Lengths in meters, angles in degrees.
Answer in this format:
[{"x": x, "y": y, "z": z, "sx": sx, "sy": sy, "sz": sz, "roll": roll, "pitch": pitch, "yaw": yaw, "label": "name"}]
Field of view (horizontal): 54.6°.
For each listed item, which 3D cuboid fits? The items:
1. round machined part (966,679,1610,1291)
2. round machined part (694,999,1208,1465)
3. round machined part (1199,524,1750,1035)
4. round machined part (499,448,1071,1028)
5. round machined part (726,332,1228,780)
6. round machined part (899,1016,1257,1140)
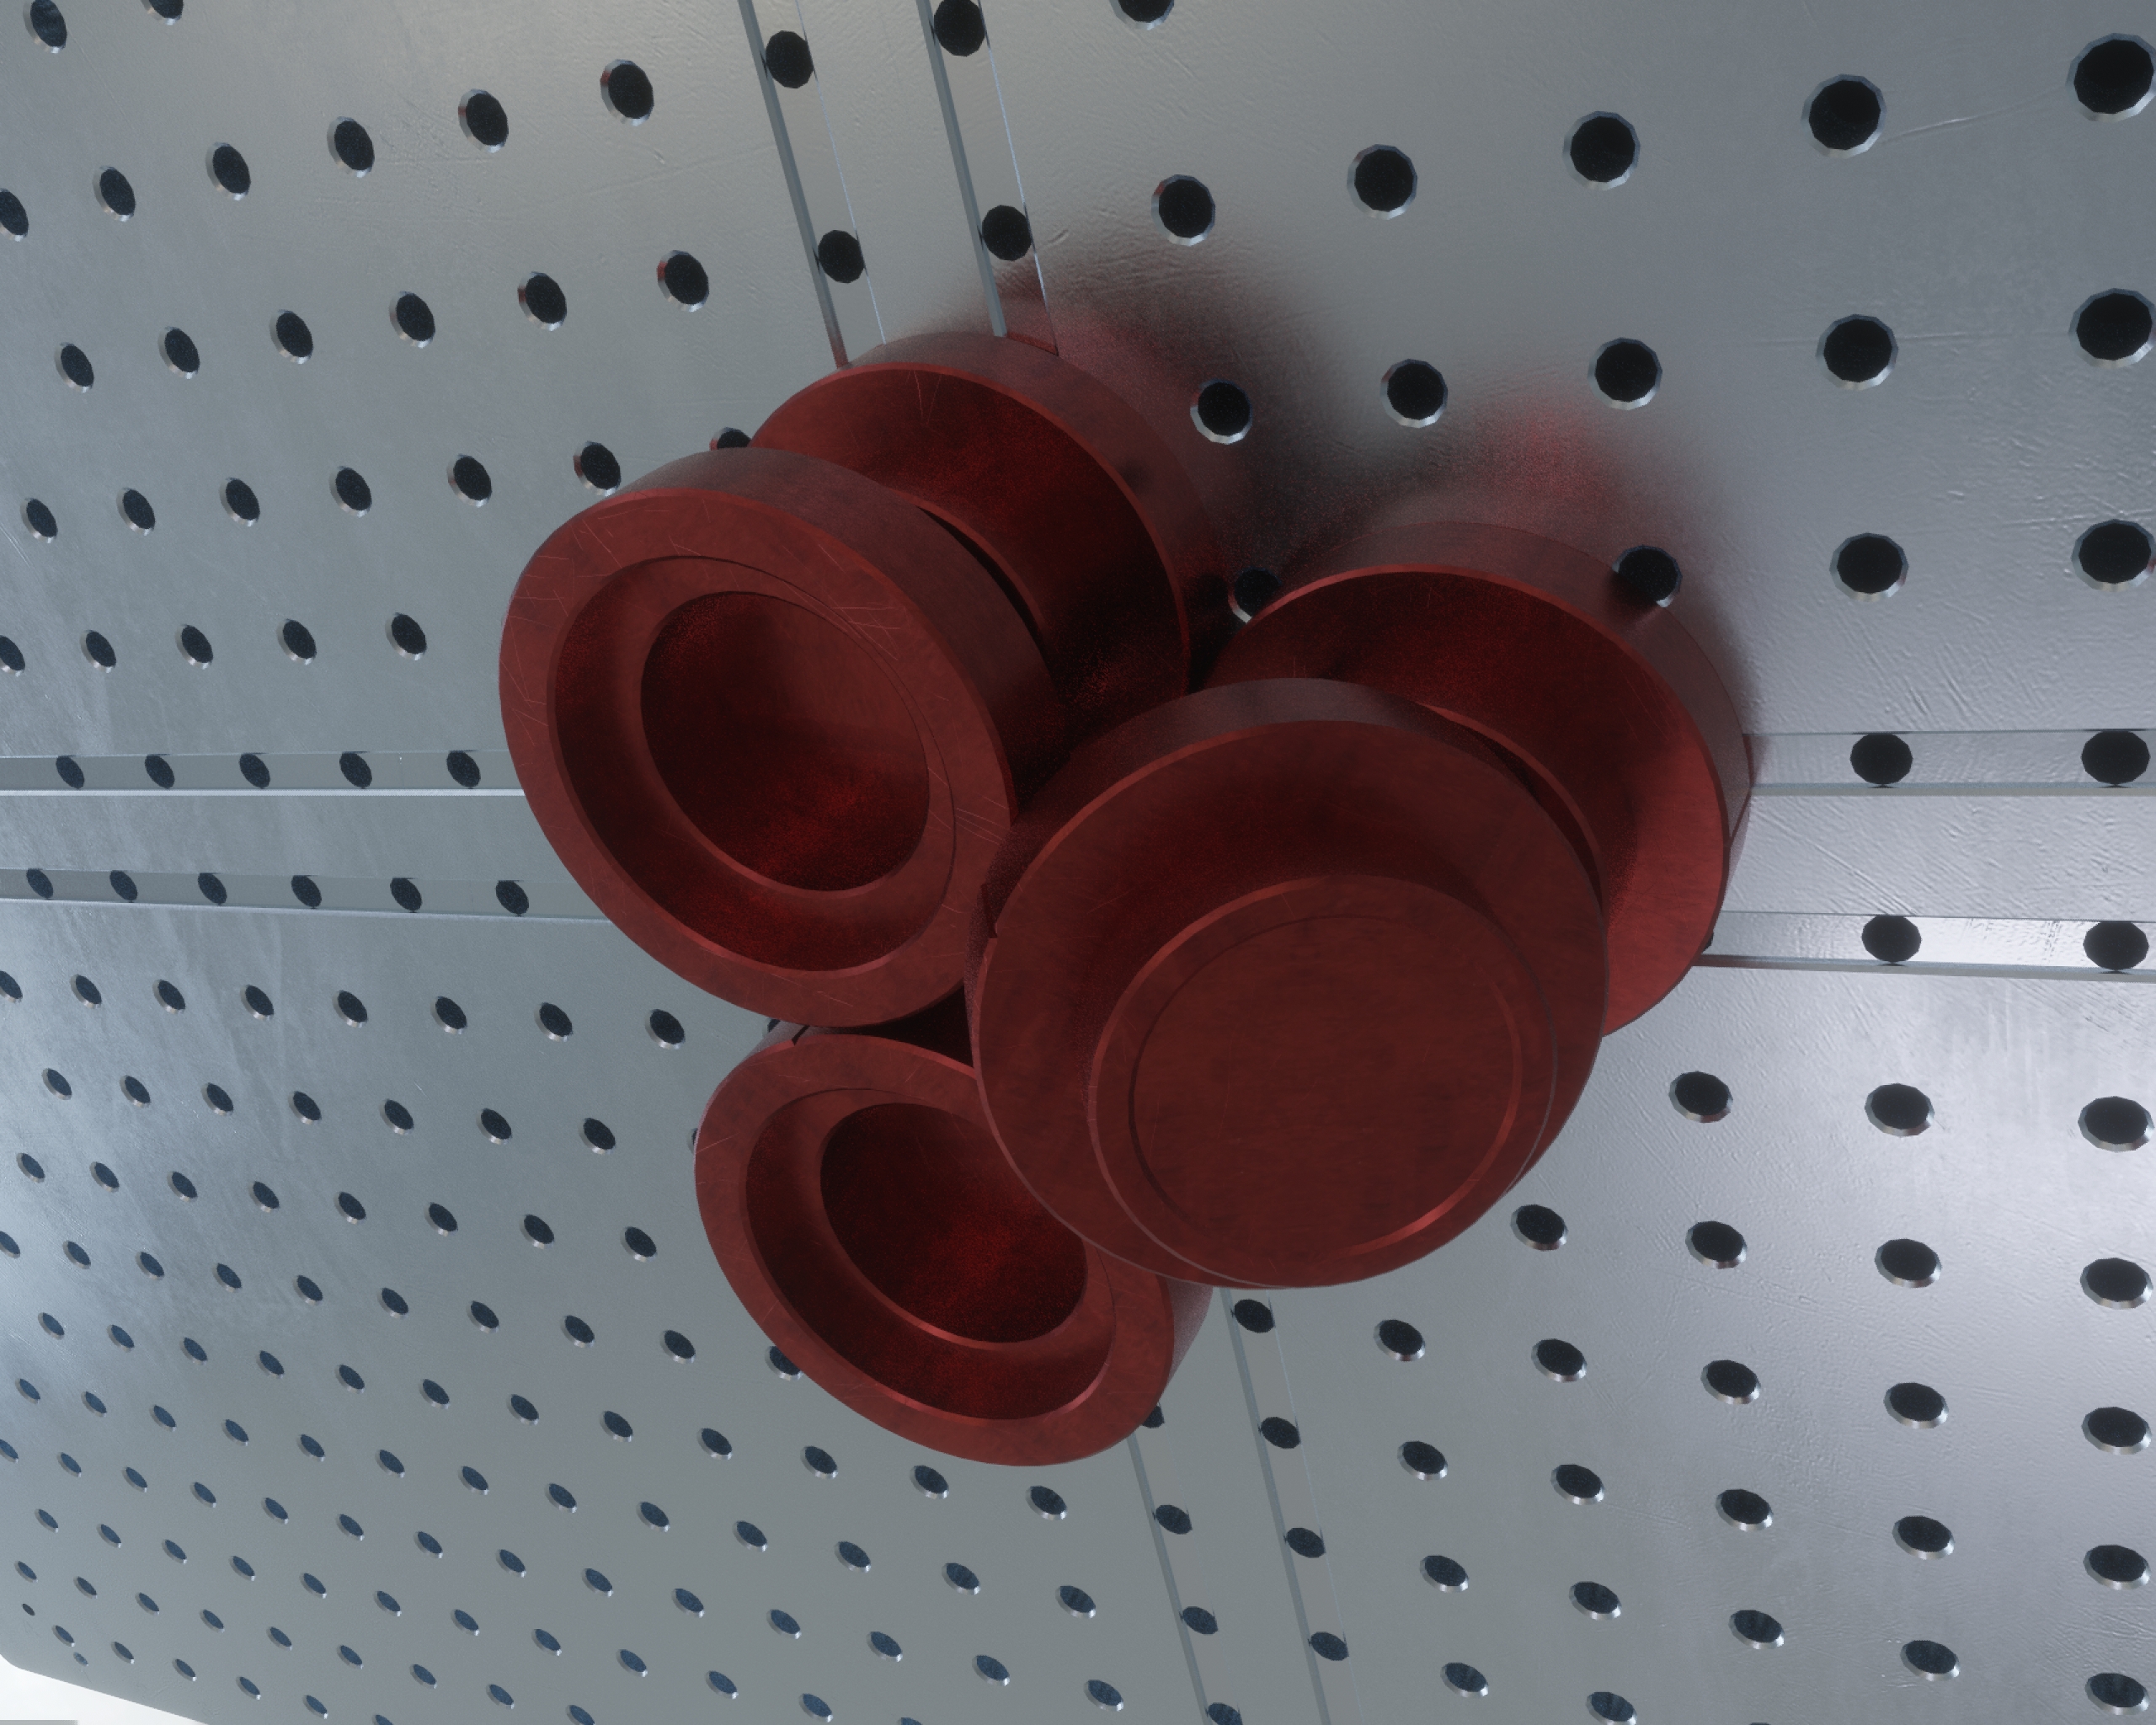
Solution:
[{"x": 0.033, "y": 0.025, "z": 0.316, "sx": 0.099, "sy": 0.042, "sz": 0.097, "roll": -3, "pitch": 114, "yaw": -6, "label": "round machined part"}, {"x": -0.020, "y": 0.062, "z": 0.395, "sx": 0.098, "sy": 0.042, "sz": 0.097, "roll": 13, "pitch": 124, "yaw": 21, "label": "round machined part"}, {"x": 0.063, "y": -0.006, "z": 0.364, "sx": 0.098, "sy": 0.042, "sz": 0.097, "roll": 13, "pitch": 124, "yaw": 21, "label": "round machined part"}, {"x": -0.045, "y": -0.024, "z": 0.355, "sx": 0.098, "sy": 0.042, "sz": 0.097, "roll": 13, "pitch": 124, "yaw": 21, "label": "round machined part"}, {"x": -0.025, "y": -0.045, "z": 0.388, "sx": 0.098, "sy": 0.042, "sz": 0.097, "roll": 13, "pitch": 124, "yaw": 21, "label": "round machined part"}, {"x": -0.002, "y": 0.042, "z": 0.428, "sx": 0.098, "sy": 0.042, "sz": 0.097, "roll": 13, "pitch": 124, "yaw": 21, "label": "round machined part"}]
